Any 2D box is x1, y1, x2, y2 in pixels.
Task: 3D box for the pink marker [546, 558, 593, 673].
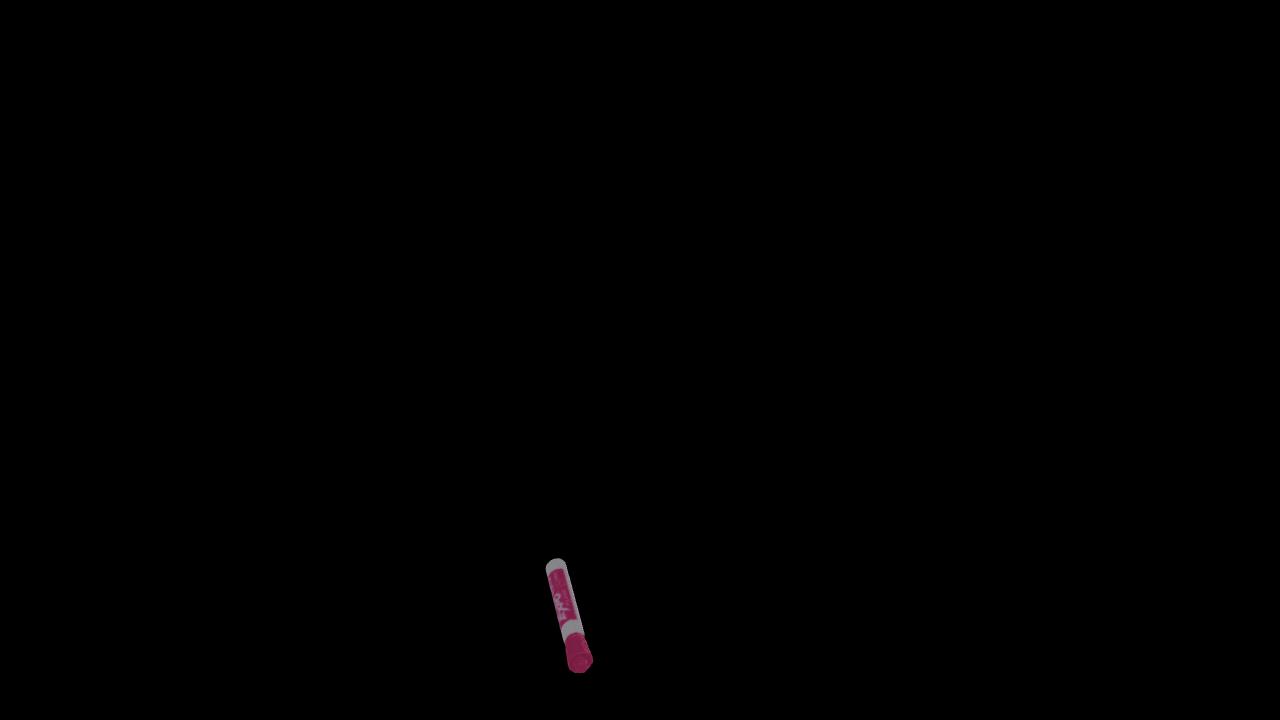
[{"bbox_3d":[-0.059,0.205,0.500,0.020,0.020,0.121,0,18,-17],"label":"pink marker"}]
